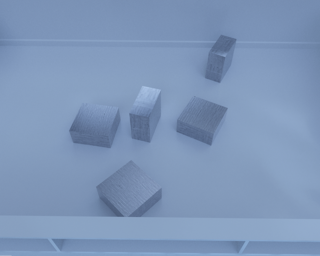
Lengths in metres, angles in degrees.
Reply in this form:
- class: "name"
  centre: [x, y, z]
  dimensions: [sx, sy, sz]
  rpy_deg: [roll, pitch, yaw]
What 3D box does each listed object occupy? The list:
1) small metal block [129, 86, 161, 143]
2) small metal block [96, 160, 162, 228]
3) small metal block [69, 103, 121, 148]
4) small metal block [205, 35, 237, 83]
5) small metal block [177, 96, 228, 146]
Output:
- class: "small metal block"
  centre: [-0.018, -0.018, 0.403]
  dimensions: [0.025, 0.050, 0.050]
  rpy_deg: [13, 51, 10]
- class: "small metal block"
  centre: [-0.034, 0.072, 0.344]
  dimensions: [0.050, 0.025, 0.050]
  rpy_deg: [-37, 59, -27]
- class: "small metal block"
  centre: [-0.084, -0.004, 0.408]
  dimensions: [0.050, 0.025, 0.050]
  rpy_deg: [8, 50, 6]
- class: "small metal block"
  centre: [0.094, -0.107, 0.479]
  dimensions: [0.025, 0.050, 0.050]
  rpy_deg: [22, 53, 17]
- class: "small metal block"
  centre: [0.056, -0.011, 0.414]
  dimensions: [0.050, 0.025, 0.050]
  rpy_deg: [22, 53, 17]
